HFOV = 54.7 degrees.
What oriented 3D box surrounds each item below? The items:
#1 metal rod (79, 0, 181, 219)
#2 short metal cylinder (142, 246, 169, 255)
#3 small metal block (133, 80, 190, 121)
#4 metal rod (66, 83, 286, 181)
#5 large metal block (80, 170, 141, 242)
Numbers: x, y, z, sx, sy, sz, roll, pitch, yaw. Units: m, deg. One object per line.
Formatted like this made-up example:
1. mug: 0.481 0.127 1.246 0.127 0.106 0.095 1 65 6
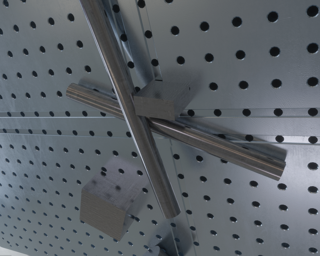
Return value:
1. metal rod: -0.035 -0.023 0.386 0.025 0.025 0.298 -13 103 33
2. short metal cylinder: -0.011 0.255 0.540 0.050 0.080 0.080 45 129 -4
3. small metal block: 0.004 -0.035 0.372 0.050 0.050 0.025 9 122 23
4. metal rod: 0.009 -0.001 0.405 0.301 0.025 0.025 21 126 15
5. large metal block: -0.085 0.130 0.520 0.080 0.050 0.079 24 127 13
